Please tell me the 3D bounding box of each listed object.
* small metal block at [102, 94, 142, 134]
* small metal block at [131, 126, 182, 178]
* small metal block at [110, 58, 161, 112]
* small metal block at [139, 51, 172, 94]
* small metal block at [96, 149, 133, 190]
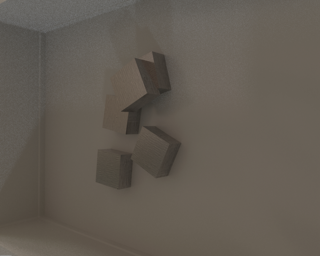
[{"bbox_3d":[-0.055,-0.020,0.450,0.050,0.025,0.050,14,99,39],"label":"small metal block"},{"bbox_3d":[-0.006,0.031,0.410,0.050,0.025,0.050,33,110,35],"label":"small metal block"},{"bbox_3d":[-0.033,-0.054,0.400,0.050,0.025,0.050,-30,71,35],"label":"small metal block"},{"bbox_3d":[-0.016,-0.069,0.418,0.050,0.025,0.050,-18,79,38],"label":"small metal block"},{"bbox_3d":[-0.068,0.060,0.461,0.050,0.025,0.050,8,95,39],"label":"small metal block"}]
